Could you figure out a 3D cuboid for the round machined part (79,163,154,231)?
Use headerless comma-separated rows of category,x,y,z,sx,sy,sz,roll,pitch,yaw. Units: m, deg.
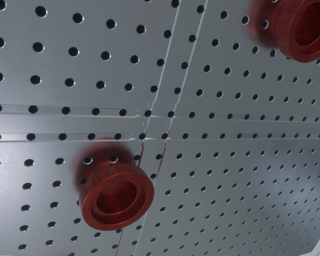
round machined part,-0.061,0.088,0.421,0.099,0.042,0.097,-14,124,-21

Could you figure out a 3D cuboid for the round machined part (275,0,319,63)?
round machined part,0.196,-0.142,0.419,0.099,0.042,0.097,-14,124,-21
